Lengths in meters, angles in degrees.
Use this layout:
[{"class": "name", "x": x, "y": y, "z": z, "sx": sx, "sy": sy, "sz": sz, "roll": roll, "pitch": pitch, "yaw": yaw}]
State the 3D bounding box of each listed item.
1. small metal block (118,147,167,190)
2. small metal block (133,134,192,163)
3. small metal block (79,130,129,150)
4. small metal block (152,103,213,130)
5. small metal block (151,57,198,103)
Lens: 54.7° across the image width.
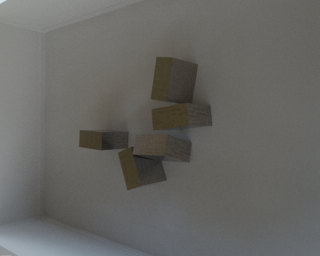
[{"class": "small metal block", "x": -0.022, "y": 0.051, "z": 0.407, "sx": 0.025, "sy": 0.050, "sz": 0.050, "roll": -26, "pitch": 74, "yaw": 37}, {"class": "small metal block", "x": 0.003, "y": 0.025, "z": 0.383, "sx": 0.050, "sy": 0.050, "sz": 0.025, "roll": -2, "pitch": 75, "yaw": 39}, {"class": "small metal block", "x": -0.082, "y": 0.017, "z": 0.456, "sx": 0.050, "sy": 0.050, "sz": 0.025, "roll": 4, "pitch": 93, "yaw": 39}, {"class": "small metal block", "x": 0.026, "y": -0.012, "z": 0.367, "sx": 0.050, "sy": 0.050, "sz": 0.025, "roll": -8, "pitch": 85, "yaw": 39}, {"class": "small metal block", "x": 0.018, "y": -0.056, "z": 0.374, "sx": 0.025, "sy": 0.050, "sz": 0.050, "roll": 13, "pitch": 99, "yaw": 39}]
